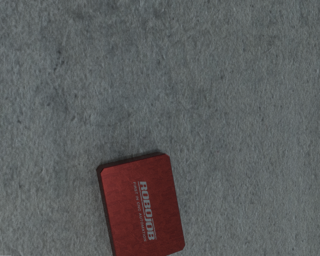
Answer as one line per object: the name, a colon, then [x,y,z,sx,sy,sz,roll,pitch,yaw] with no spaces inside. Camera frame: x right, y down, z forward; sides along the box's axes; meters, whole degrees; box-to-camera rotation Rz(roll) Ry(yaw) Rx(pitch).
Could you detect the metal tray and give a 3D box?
metal tray: [-0.024,0.103,0.399,0.091,0.030,0.129,-12,94,-20]
